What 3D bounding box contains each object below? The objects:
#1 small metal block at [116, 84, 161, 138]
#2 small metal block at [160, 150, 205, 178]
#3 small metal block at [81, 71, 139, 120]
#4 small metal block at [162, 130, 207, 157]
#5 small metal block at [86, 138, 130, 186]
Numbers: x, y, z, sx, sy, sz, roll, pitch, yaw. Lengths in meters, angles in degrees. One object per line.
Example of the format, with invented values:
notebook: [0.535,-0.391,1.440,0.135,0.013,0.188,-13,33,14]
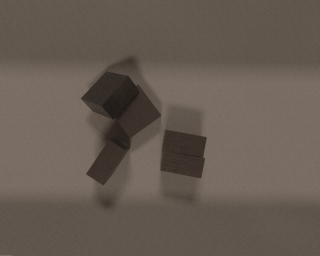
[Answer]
small metal block: [-0.033,-0.022,0.411,0.050,0.025,0.050,-36,91,0]
small metal block: [0.027,0.044,0.399,0.050,0.050,0.025,11,90,-1]
small metal block: [-0.063,-0.042,0.390,0.050,0.050,0.025,-51,132,-17]
small metal block: [0.030,0.019,0.399,0.050,0.050,0.025,10,90,-1]
small metal block: [-0.065,0.042,0.398,0.025,0.050,0.050,34,90,-1]
